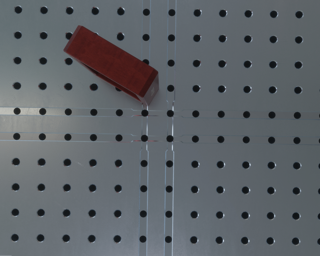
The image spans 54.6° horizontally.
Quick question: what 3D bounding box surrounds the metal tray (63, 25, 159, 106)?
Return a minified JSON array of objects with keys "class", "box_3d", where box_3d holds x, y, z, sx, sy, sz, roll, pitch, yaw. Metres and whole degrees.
[{"class":"metal tray","box_3d":[-0.047,-0.065,0.361,0.090,0.130,0.030,31,90,0]}]
